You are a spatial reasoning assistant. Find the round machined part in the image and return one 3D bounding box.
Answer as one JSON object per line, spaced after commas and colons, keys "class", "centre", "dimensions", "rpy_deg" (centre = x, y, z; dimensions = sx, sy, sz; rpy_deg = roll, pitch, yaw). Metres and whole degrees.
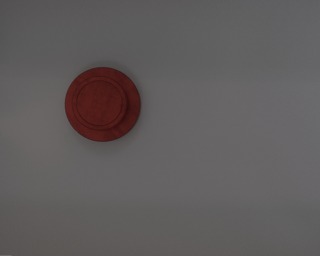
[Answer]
{"class": "round machined part", "centre": [-0.075, -0.031, 0.402], "dimensions": [0.099, 0.042, 0.097], "rpy_deg": [0, 90, 0]}
